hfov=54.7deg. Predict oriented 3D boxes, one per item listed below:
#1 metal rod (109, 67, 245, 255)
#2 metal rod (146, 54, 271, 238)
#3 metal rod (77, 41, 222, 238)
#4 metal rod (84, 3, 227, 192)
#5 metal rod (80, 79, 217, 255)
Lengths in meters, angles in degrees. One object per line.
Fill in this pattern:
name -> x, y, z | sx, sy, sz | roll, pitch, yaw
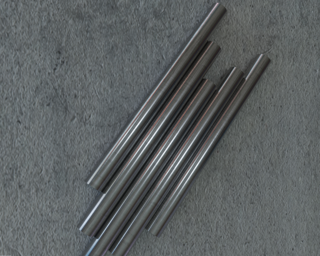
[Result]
metal rod -> 0.029, 0.039, 0.422 | 0.025, 0.025, 0.300 | 38, 78, -16
metal rod -> 0.073, 0.017, 0.438 | 0.025, 0.025, 0.300 | 38, 78, -16
metal rod -> -0.007, 0.006, 0.409 | 0.025, 0.025, 0.300 | 38, 78, -16
metal rod -> 0.001, -0.049, 0.412 | 0.025, 0.025, 0.300 | 38, 78, -16
metal rod -> -0.014, 0.059, 0.406 | 0.025, 0.025, 0.300 | 38, 78, -16
